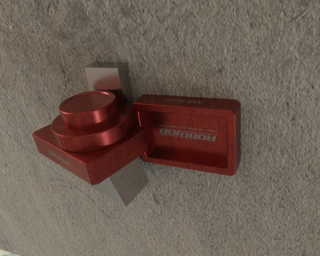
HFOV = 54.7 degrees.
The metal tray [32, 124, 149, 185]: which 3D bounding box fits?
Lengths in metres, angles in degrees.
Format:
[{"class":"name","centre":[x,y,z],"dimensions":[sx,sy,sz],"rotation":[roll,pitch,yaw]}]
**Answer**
[{"class":"metal tray","centre":[-0.091,0.017,0.400],"dimensions":[0.130,0.091,0.030],"rotation":[19,128,39]}]

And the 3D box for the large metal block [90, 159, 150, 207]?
[{"class":"large metal block","centre":[-0.071,0.054,0.437],"dimensions":[0.080,0.050,0.080],"rotation":[18,141,39]}]

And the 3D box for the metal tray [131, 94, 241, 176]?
[{"class":"metal tray","centre":[0.033,0.007,0.391],"dimensions":[0.130,0.030,0.089],"rotation":[6,121,24]}]

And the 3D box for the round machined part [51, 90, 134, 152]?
[{"class":"round machined part","centre":[-0.085,-0.014,0.381],"dimensions":[0.098,0.098,0.042],"rotation":[6,121,25]}]

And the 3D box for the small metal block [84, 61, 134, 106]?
[{"class":"small metal block","centre":[-0.066,-0.059,0.405],"dimensions":[0.050,0.025,0.050],"rotation":[6,121,24]}]
